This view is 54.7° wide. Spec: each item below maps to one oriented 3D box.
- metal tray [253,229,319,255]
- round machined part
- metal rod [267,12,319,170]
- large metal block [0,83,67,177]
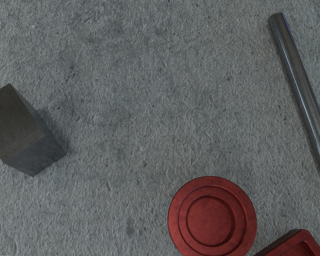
[{"bbox_3d":[0.159,0.190,0.337,0.090,0.030,0.130,-29,73,-10],"label":"metal tray"},{"bbox_3d":[0.058,0.108,0.360,0.099,0.042,0.098,0,70,0],"label":"round machined part"},{"bbox_3d":[0.201,-0.028,0.420,0.025,0.025,0.299,-9,70,-3],"label":"metal rod"},{"bbox_3d":[-0.167,0.006,0.376,0.050,0.080,0.080,-36,74,-12],"label":"large metal block"}]
